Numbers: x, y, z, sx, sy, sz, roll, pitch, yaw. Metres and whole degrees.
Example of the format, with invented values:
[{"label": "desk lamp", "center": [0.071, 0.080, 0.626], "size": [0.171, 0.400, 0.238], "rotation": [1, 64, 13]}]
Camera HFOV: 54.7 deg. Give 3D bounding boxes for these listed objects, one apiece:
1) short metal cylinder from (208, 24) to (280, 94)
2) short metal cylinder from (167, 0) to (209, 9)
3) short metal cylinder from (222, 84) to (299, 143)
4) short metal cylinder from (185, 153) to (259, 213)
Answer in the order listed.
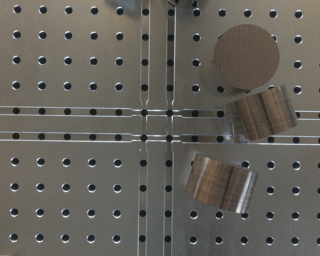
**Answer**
[{"label": "short metal cylinder", "center": [0.105, -0.087, 0.401], "size": [0.081, 0.050, 0.079], "rotation": [0, 90, 0]}, {"label": "short metal cylinder", "center": [0.038, -0.203, 0.401], "size": [0.081, 0.050, 0.079], "rotation": [0, 90, 0]}, {"label": "short metal cylinder", "center": [0.124, -0.018, 0.387], "size": [0.080, 0.080, 0.050], "rotation": [-19, 90, 0]}, {"label": "short metal cylinder", "center": [0.077, 0.067, 0.386], "size": [0.080, 0.080, 0.050], "rotation": [17, 90, 0]}]
